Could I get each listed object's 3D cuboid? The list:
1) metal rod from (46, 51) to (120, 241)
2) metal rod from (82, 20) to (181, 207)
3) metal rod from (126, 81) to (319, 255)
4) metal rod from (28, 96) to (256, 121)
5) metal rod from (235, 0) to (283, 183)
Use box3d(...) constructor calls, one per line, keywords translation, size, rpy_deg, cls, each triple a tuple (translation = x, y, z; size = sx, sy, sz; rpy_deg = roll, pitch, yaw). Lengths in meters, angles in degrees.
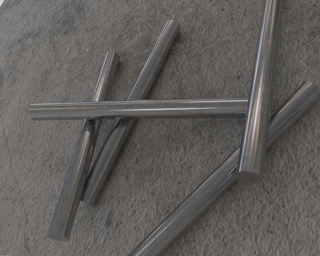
box3d(translation=(-0.097, 0.002, 0.432), size=(0.025, 0.025, 0.300), rpy_deg=(-9, 51, 23), cls="metal rod")
box3d(translation=(-0.037, -0.034, 0.444), size=(0.025, 0.025, 0.300), rpy_deg=(12, 67, 33), cls="metal rod")
box3d(translation=(0.060, 0.061, 0.334), size=(0.300, 0.025, 0.025), rpy_deg=(-44, 51, -3), cls="metal rod")
box3d(translation=(-0.034, -0.024, 0.401), size=(0.301, 0.025, 0.025), rpy_deg=(0, 61, 15), cls="metal rod")
box3d(translation=(0.124, -0.077, 0.365), size=(0.025, 0.025, 0.300), rpy_deg=(0, 55, 28), cls="metal rod")
